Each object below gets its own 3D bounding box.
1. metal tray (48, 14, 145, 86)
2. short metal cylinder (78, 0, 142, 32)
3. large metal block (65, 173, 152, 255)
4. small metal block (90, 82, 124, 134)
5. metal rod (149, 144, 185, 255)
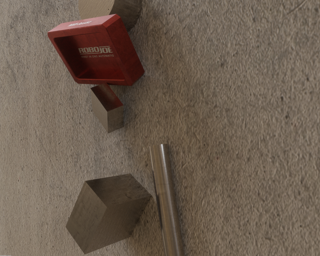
[{"bbox_3d":[-0.093,-0.107,0.442,0.130,0.030,0.090,8,136,39],"label":"metal tray"},{"bbox_3d":[-0.072,-0.180,0.446,0.080,0.050,0.079,0,90,39],"label":"short metal cylinder"},{"bbox_3d":[-0.070,0.114,0.424,0.050,0.081,0.079,39,114,32],"label":"large metal block"},{"bbox_3d":[-0.077,-0.029,0.451,0.050,0.025,0.050,51,152,27],"label":"small metal block"},{"bbox_3d":[0.020,0.169,0.386,0.025,0.025,0.298,-14,81,39],"label":"metal rod"}]
